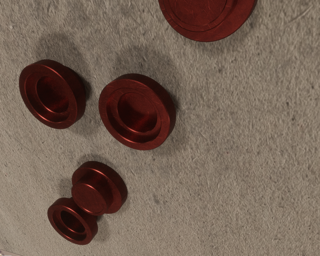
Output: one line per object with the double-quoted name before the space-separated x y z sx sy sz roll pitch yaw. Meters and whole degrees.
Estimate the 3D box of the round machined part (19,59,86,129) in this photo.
"round machined part" -0.146 -0.051 0.439 0.098 0.042 0.097 13 124 20

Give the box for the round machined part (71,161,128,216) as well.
"round machined part" -0.107 0.107 0.516 0.098 0.042 0.097 13 124 20

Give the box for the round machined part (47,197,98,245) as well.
"round machined part" -0.157 0.168 0.580 0.098 0.042 0.097 13 124 20

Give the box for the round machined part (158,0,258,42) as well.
"round machined part" 0.041 -0.130 0.293 0.098 0.042 0.097 13 124 20

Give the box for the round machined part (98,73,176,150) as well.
"round machined part" -0.025 -0.024 0.393 0.098 0.042 0.097 13 124 20
